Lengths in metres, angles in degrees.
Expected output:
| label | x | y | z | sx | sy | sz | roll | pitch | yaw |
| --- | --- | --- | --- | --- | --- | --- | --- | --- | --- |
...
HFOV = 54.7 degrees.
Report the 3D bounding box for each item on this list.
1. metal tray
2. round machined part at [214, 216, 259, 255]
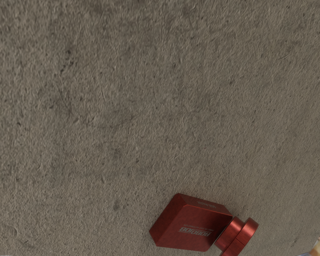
| label | x | y | z | sx | sy | sz | roll | pitch | yaw |
| --- | --- | --- | --- | --- | --- | --- | --- | --- | --- |
| metal tray | 0.057 | 0.169 | 0.541 | 0.131 | 0.030 | 0.090 | 24 | 105 | -37 |
| round machined part | 0.139 | 0.206 | 0.584 | 0.098 | 0.042 | 0.098 | -44 | 159 | -22 |
